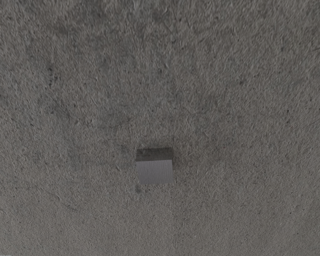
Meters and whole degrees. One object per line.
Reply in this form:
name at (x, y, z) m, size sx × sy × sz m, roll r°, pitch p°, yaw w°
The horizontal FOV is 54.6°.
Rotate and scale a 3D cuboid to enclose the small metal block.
small metal block at (-0.007, 0.056, 0.455) m, size 0.050 × 0.025 × 0.050 m, roll -3°, pitch 130°, yaw 3°
